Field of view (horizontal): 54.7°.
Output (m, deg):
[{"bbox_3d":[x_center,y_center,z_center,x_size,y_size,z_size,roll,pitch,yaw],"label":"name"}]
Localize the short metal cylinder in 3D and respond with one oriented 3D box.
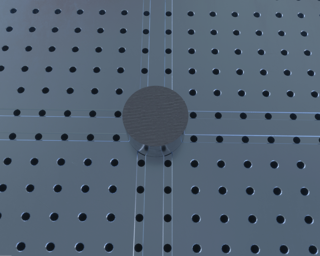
[{"bbox_3d":[-0.006,-0.008,0.401,0.081,0.050,0.080,0,70,0],"label":"short metal cylinder"}]
